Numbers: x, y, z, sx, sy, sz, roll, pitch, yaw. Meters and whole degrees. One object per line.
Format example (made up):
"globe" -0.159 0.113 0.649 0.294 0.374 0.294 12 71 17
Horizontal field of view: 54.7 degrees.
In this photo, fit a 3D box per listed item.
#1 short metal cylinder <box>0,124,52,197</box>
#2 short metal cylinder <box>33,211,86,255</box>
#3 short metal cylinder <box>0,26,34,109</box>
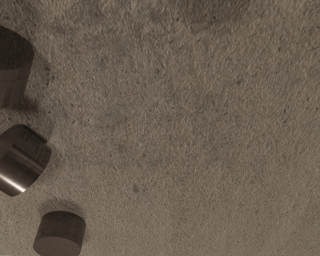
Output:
"short metal cylinder" -0.190 0.042 0.404 0.080 0.080 0.050 -28 125 21
"short metal cylinder" -0.177 0.192 0.552 0.081 0.050 0.079 0 130 0
"short metal cylinder" -0.176 -0.064 0.314 0.080 0.080 0.050 20 127 -17
